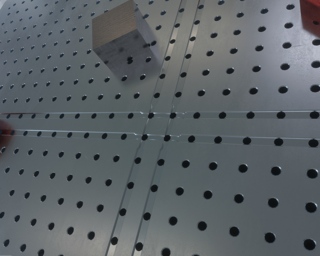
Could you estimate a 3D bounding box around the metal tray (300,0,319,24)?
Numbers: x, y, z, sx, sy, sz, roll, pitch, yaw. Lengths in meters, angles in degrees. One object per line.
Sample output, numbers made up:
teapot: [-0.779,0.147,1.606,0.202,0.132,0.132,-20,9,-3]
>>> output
metal tray: [0.254,-0.175,0.379,0.130,0.030,0.090,-37,51,3]

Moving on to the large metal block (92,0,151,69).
large metal block: [-0.066,-0.159,0.525,0.080,0.050,0.080,-21,54,16]
